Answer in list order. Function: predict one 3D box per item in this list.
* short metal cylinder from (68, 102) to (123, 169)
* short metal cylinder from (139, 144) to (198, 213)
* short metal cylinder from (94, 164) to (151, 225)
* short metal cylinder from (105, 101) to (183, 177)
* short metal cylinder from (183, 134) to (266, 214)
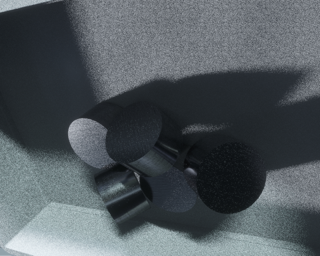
[{"bbox_3d":[-0.080,0.010,0.436,0.080,0.050,0.079,13,124,20],"label":"short metal cylinder"},{"bbox_3d":[0.020,0.067,0.420,0.080,0.050,0.079,13,124,20],"label":"short metal cylinder"},{"bbox_3d":[-0.053,0.090,0.445,0.050,0.080,0.080,-27,109,-7],"label":"short metal cylinder"},{"bbox_3d":[-0.019,0.014,0.379,0.080,0.080,0.050,-8,150,31],"label":"short metal cylinder"},{"bbox_3d":[0.073,0.051,0.356,0.081,0.050,0.079,-2,98,-11],"label":"short metal cylinder"}]
